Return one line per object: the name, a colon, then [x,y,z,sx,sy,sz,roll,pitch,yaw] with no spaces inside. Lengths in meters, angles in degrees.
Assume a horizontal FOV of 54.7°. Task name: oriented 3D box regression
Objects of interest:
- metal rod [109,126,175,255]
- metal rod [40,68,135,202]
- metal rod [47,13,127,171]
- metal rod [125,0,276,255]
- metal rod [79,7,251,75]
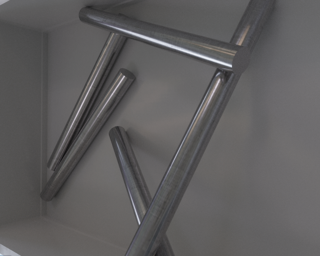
metal rod: [-0.017,0.091,0.347,0.025,0.025,0.300,-60,33,23]
metal rod: [-0.130,0.025,0.514,0.298,0.025,0.025,-51,60,27]
metal rod: [-0.121,-0.044,0.507,0.025,0.025,0.298,47,118,29]
metal rod: [0.041,-0.001,0.301,0.025,0.025,0.299,21,81,38]
metal rod: [-0.021,-0.116,0.375,0.300,0.025,0.025,32,110,43]
